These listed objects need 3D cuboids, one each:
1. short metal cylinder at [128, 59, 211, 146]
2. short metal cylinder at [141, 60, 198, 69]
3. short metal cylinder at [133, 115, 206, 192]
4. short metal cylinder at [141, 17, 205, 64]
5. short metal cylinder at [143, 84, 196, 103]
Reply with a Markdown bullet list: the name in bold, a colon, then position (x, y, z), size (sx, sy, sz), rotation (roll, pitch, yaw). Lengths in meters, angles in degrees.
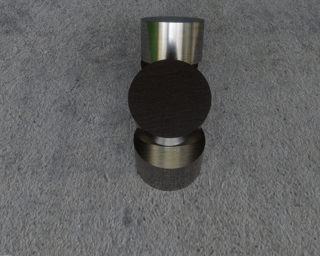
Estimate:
- **short metal cylinder**: position (0.010, -0.024, 0.323), size (0.080, 0.050, 0.080), rotation (0, 78, 1)
- **short metal cylinder**: position (0.013, -0.076, 0.453), size (0.080, 0.050, 0.080), rotation (0, 50, 0)
- **short metal cylinder**: position (0.011, 0.027, 0.366), size (0.080, 0.050, 0.080), rotation (0, 50, 0)
- **short metal cylinder**: position (0.016, -0.115, 0.401), size (0.081, 0.050, 0.080), rotation (1, 25, 0)
- **short metal cylinder**: position (0.012, -0.035, 0.400), size (0.080, 0.080, 0.050), rotation (1, 50, 1)
